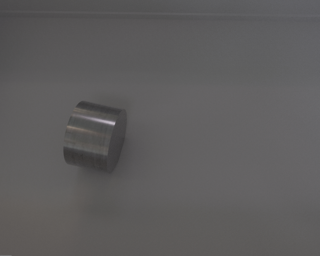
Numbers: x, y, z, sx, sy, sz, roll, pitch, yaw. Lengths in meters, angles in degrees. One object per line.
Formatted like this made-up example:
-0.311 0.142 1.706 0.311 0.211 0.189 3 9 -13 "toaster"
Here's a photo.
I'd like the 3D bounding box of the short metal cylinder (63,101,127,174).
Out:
-0.076 0.011 0.376 0.050 0.080 0.080 12 71 4 "short metal cylinder"
